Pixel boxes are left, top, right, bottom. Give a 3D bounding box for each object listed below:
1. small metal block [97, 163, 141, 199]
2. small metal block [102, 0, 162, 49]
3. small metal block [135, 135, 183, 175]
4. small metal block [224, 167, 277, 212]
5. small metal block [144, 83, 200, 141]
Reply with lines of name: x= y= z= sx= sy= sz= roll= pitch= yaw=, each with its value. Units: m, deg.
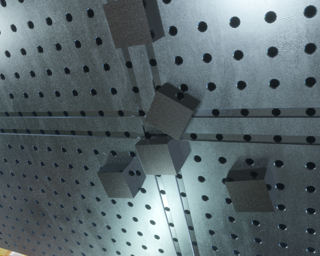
small metal block: x=-0.065 y=0.085 z=0.496 sx=0.050 sy=0.025 sz=0.050 roll=-6 pitch=116 yaw=30
small metal block: x=-0.031 y=-0.121 z=0.351 sx=0.050 sy=0.025 sz=0.050 roll=-1 pitch=118 yaw=28
small metal block: x=-0.001 y=0.038 z=0.434 sx=0.050 sy=0.025 sz=0.050 roll=-4 pitch=117 yaw=29
small metal block: x=0.117 y=0.081 z=0.399 sx=0.050 sy=0.025 sz=0.050 roll=-11 pitch=113 yaw=32
small metal block: x=0.015 y=-0.020 z=0.390 sx=0.050 sy=0.025 sz=0.050 roll=30 pitch=128 yaw=8
